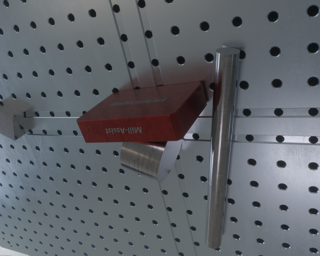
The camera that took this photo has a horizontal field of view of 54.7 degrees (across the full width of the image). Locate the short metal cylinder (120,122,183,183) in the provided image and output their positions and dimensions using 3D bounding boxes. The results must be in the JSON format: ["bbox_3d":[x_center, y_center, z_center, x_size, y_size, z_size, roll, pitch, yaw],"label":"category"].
[{"bbox_3d":[-0.008,0.023,0.394,0.050,0.080,0.079,20,126,17],"label":"short metal cylinder"}]

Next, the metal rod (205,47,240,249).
[{"bbox_3d":[0.076,0.047,0.400,0.025,0.025,0.298,11,123,22],"label":"metal rod"}]

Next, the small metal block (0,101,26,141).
[{"bbox_3d":[-0.267,-0.013,0.545,0.050,0.025,0.050,24,127,13],"label":"small metal block"}]

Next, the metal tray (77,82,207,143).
[{"bbox_3d":[-0.021,-0.019,0.368,0.130,0.090,0.030,-3,117,29],"label":"metal tray"}]
